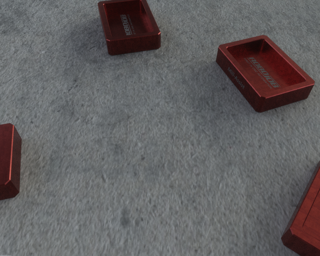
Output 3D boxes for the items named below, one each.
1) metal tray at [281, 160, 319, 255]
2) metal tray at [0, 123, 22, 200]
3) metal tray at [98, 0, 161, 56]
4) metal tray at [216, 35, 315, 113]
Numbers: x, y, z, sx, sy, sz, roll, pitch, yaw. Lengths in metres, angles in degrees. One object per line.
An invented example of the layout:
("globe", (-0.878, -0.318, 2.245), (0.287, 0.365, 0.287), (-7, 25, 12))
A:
("metal tray", (0.198, 0.090, 0.326), (0.090, 0.030, 0.131), (30, 56, 22))
("metal tray", (-0.234, 0.047, 0.357), (0.131, 0.030, 0.090), (-11, 51, -10))
("metal tray", (-0.057, -0.186, 0.555), (0.091, 0.030, 0.130), (-11, 51, -9))
("metal tray", (0.156, -0.088, 0.475), (0.091, 0.030, 0.130), (-16, 52, -14))
